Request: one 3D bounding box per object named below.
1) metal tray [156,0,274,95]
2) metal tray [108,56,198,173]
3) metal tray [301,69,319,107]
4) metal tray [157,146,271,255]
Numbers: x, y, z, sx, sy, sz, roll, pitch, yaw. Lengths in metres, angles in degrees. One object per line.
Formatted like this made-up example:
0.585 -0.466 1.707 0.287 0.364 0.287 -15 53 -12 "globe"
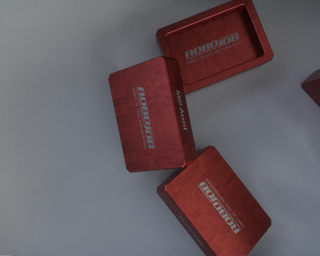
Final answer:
0.070 -0.106 0.409 0.131 0.030 0.090 -22 90 -1 "metal tray"
-0.011 -0.014 0.385 0.090 0.030 0.129 -11 90 35 "metal tray"
0.233 -0.036 0.362 0.030 0.130 0.090 -43 91 0 "metal tray"
0.070 0.099 0.391 0.090 0.030 0.130 -38 90 -27 "metal tray"
